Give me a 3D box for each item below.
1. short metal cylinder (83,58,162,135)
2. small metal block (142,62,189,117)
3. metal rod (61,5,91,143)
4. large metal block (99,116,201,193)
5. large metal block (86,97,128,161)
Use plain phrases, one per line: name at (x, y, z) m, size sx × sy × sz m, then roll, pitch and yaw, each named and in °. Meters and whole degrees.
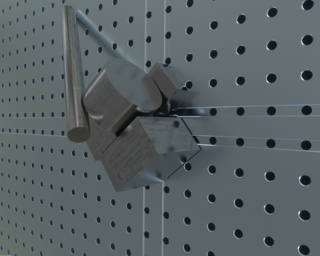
short metal cylinder at (-0.045, -0.038, 0.375) m, size 0.050 × 0.081 × 0.080 m, roll -44°, pitch 64°, yaw 31°
small metal block at (0.002, -0.049, 0.407) m, size 0.050 × 0.025 × 0.050 m, roll -49°, pitch 62°, yaw 28°
metal rod at (-0.125, -0.097, 0.442) m, size 0.025 × 0.025 × 0.300 m, roll -49°, pitch 40°, yaw 29°
large metal block at (-0.012, 0.031, 0.379) m, size 0.080 × 0.081 × 0.050 m, roll -45°, pitch 64°, yaw 30°
large metal block at (-0.059, -0.006, 0.421) m, size 0.050 × 0.081 × 0.080 m, roll -45°, pitch 63°, yaw 30°
